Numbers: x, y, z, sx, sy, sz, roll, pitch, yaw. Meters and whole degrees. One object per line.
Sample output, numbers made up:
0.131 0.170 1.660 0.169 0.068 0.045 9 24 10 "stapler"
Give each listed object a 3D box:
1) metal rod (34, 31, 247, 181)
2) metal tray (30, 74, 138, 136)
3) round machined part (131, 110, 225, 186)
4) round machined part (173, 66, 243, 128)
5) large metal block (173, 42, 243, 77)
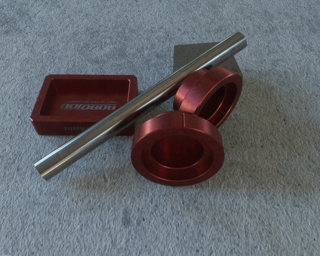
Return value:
-0.014 -0.034 0.382 0.301 0.025 0.025 -35 58 -12 "metal rod"
-0.098 -0.033 0.427 0.131 0.030 0.090 1 50 0 "metal tray"
0.019 0.019 0.341 0.099 0.097 0.042 1 45 1 "round machined part"
0.054 -0.034 0.385 0.099 0.097 0.042 -35 59 -26 "round machined part"
0.066 -0.080 0.455 0.081 0.050 0.080 -6 50 -5 "large metal block"
